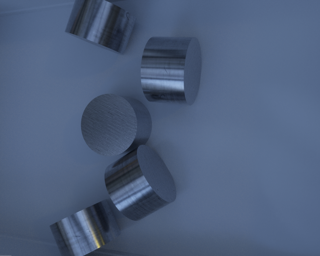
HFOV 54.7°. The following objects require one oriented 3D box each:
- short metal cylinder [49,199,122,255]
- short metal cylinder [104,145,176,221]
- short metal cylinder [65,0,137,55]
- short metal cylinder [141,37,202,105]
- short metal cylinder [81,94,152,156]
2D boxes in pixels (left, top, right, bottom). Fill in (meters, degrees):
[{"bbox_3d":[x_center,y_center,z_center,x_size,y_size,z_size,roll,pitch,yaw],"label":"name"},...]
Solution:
[{"bbox_3d":[-0.099,0.136,0.415,0.080,0.080,0.050,-28,81,17],"label":"short metal cylinder"},{"bbox_3d":[-0.023,0.068,0.389,0.050,0.080,0.080,-33,80,17],"label":"short metal cylinder"},{"bbox_3d":[-0.077,-0.135,0.407,0.080,0.080,0.050,24,98,18],"label":"short metal cylinder"},{"bbox_3d":[0.016,-0.069,0.375,0.050,0.080,0.079,7,92,19],"label":"short metal cylinder"},{"bbox_3d":[-0.057,-0.004,0.416,0.080,0.050,0.079,0,90,19],"label":"short metal cylinder"}]
